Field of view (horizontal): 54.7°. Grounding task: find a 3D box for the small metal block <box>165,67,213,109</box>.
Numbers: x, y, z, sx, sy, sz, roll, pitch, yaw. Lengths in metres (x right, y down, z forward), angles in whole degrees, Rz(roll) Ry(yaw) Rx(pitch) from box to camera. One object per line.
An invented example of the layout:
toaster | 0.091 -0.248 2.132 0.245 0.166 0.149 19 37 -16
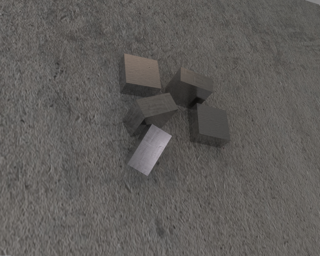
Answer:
small metal block | 0.040 -0.055 0.442 0.050 0.050 0.025 16 55 -19

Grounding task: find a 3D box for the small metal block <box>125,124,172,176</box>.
small metal block | -0.015 0.024 0.353 0.025 0.050 0.050 32 84 -8

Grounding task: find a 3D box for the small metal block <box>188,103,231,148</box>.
small metal block | 0.070 -0.003 0.443 0.050 0.025 0.050 13 56 -21

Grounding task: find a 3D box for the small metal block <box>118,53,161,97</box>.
small metal block | -0.029 -0.072 0.432 0.050 0.025 0.050 7 59 -25

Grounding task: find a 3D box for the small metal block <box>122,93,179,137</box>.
small metal block | -0.013 -0.016 0.391 0.050 0.050 0.025 -16 70 -35
